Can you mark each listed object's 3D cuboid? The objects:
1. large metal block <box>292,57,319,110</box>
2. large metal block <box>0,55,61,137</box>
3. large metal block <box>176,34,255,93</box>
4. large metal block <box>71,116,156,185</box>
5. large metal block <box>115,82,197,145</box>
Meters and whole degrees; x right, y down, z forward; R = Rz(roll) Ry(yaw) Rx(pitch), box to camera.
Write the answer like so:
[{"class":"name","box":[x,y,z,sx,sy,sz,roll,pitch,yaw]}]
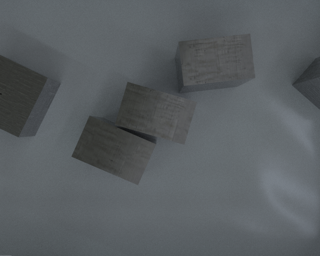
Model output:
[{"class":"large metal block","box":[0.229,-0.051,0.387,0.080,0.080,0.050,41,90,-1]},{"class":"large metal block","box":[-0.189,-0.042,0.396,0.080,0.050,0.080,26,90,-1]},{"class":"large metal block","box":[0.063,-0.076,0.385,0.081,0.080,0.050,-7,90,0]},{"class":"large metal block","box":[-0.051,0.025,0.383,0.080,0.080,0.050,23,90,-1]},{"class":"large metal block","box":[-0.005,-0.017,0.384,0.080,0.080,0.050,16,90,-1]}]
